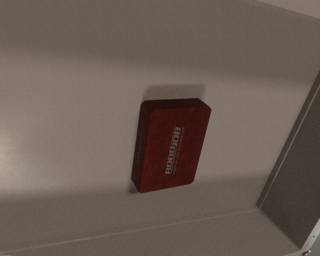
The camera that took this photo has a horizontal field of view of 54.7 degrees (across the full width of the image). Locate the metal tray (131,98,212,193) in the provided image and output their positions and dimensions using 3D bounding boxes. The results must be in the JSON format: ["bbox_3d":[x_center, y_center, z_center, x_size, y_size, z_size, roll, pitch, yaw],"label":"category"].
[{"bbox_3d":[0.013,0.025,0.430,0.091,0.030,0.129,-5,121,-26],"label":"metal tray"}]
